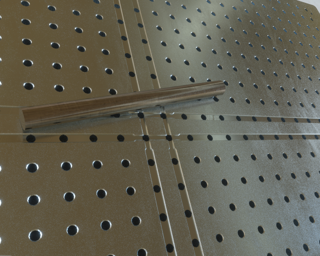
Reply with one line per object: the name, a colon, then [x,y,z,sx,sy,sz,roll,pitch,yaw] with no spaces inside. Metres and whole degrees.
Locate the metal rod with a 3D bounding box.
metal rod: [-0.026,-0.037,0.418,0.303,0.025,0.025,-13,69,-34]
